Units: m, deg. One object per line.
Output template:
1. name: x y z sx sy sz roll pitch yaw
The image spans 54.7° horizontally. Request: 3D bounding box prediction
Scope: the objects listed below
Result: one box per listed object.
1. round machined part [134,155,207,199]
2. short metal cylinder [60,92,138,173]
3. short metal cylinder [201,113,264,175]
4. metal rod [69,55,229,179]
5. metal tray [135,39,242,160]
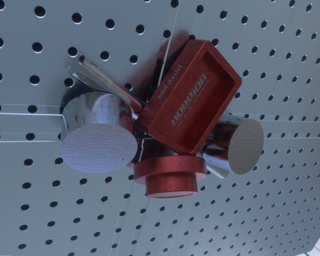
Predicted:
1. round machined part: 0.015 0.069 0.416 0.099 0.042 0.098 -4 161 -1
2. short metal cylinder: -0.068 0.006 0.346 0.081 0.050 0.080 -8 136 -7
3. short metal cylinder: 0.106 0.022 0.451 0.081 0.050 0.079 -11 108 -37
4. metal rod: 0.008 0.003 0.417 0.025 0.025 0.301 -49 129 6
5. metal tray: 0.040 -0.033 0.390 0.090 0.030 0.130 37 84 -39
